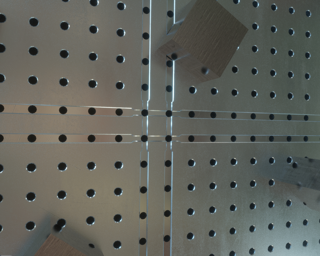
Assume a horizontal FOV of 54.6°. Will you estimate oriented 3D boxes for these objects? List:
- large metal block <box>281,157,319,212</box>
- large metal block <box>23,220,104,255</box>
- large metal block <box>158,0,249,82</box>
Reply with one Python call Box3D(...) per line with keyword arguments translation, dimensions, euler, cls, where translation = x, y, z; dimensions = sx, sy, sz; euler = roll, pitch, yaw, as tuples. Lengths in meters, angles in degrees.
Box3D(translation=(0.252, 0.092, 0.476), dimensions=(0.080, 0.080, 0.050), euler=(41, 77, -16), cls="large metal block")
Box3D(translation=(-0.118, 0.168, 0.356), dimensions=(0.080, 0.050, 0.080), euler=(40, 77, -16), cls="large metal block")
Box3D(translation=(0.058, -0.121, 0.420), dimensions=(0.080, 0.050, 0.080), euler=(35, 79, -17), cls="large metal block")
